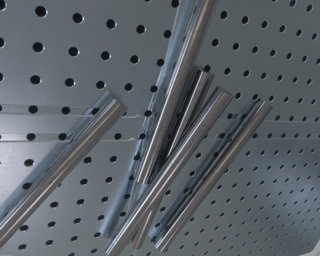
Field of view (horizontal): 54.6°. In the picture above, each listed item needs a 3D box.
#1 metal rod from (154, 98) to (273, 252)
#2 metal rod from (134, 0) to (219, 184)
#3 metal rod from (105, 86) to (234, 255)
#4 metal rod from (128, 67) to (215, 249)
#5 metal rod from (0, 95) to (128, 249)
[{"bbox_3d":[0.081,0.083,0.505,0.025,0.025,0.299,25,105,-37],"label":"metal rod"},{"bbox_3d":[0.022,-0.058,0.386,0.025,0.025,0.298,6,115,-31],"label":"metal rod"},{"bbox_3d":[0.003,0.073,0.428,0.025,0.025,0.299,18,115,-35],"label":"metal rod"},{"bbox_3d":[0.009,0.057,0.450,0.025,0.025,0.298,7,115,-32],"label":"metal rod"},{"bbox_3d":[-0.149,0.079,0.378,0.300,0.025,0.025,-47,129,5],"label":"metal rod"}]
